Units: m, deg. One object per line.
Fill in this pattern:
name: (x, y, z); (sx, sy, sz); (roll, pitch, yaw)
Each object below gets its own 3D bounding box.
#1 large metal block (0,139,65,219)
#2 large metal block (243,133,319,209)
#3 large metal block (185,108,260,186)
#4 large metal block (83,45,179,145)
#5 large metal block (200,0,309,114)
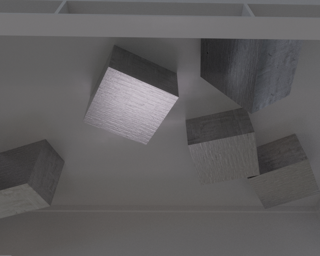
large metal block: (-0.190, 0.070, 0.430); (0.080, 0.080, 0.050); (-16, 128, 13)
large metal block: (0.174, 0.065, 0.449); (0.080, 0.050, 0.080); (-23, 127, 18)
large metal block: (0.084, 0.026, 0.415); (0.080, 0.050, 0.080); (-12, 129, 10)
large metal block: (-0.034, -0.036, 0.361); (0.080, 0.050, 0.080); (22, 127, -18)
large metal block: (0.084, -0.074, 0.299); (0.050, 0.080, 0.080); (-25, 136, -20)
